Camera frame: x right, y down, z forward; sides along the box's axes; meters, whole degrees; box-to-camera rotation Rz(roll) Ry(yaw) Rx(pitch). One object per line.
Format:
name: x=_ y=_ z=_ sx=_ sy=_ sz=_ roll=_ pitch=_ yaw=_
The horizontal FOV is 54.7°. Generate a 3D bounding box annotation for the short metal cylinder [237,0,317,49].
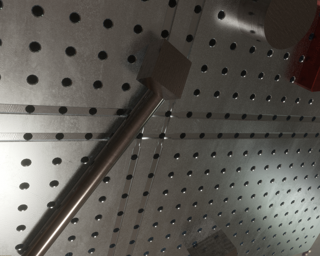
short metal cylinder: x=0.146 y=-0.145 z=0.387 sx=0.081 sy=0.050 sz=0.079 roll=-14 pitch=124 yaw=-21

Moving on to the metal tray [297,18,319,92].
metal tray: x=0.278 y=-0.124 z=0.486 sx=0.091 sy=0.030 sz=0.129 roll=-7 pitch=122 yaw=-25

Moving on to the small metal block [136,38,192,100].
small metal block: x=0.006 y=-0.067 z=0.360 sx=0.050 sy=0.025 sz=0.050 roll=32 pitch=68 yaw=-39

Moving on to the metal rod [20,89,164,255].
metal rod: x=-0.093 y=0.071 z=0.405 sx=0.025 sy=0.025 sz=0.299 roll=32 pitch=101 yaw=-39

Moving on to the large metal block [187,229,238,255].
large metal block: x=0.108 y=0.263 z=0.620 sx=0.080 sy=0.050 sz=0.080 roll=-26 pitch=128 yaw=-12
